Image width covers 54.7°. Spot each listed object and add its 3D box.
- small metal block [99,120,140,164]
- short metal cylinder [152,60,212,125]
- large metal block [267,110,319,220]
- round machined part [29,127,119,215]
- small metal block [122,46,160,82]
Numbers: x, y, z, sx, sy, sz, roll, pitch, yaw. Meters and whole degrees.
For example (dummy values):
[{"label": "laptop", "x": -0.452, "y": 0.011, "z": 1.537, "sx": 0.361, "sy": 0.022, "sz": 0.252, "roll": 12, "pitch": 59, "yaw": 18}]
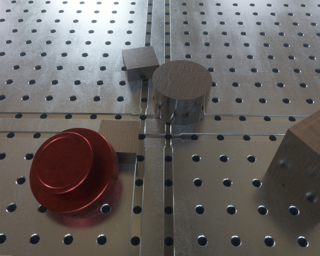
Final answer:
[{"label": "small metal block", "x": -0.052, "y": 0.017, "z": 0.392, "sx": 0.050, "sy": 0.025, "sz": 0.050, "roll": 3, "pitch": 50, "yaw": 2}, {"label": "short metal cylinder", "x": 0.030, "y": -0.050, "z": 0.434, "sx": 0.081, "sy": 0.050, "sz": 0.080, "roll": 0, "pitch": 50, "yaw": 0}, {"label": "large metal block", "x": 0.176, "y": 0.041, "z": 0.339, "sx": 0.050, "sy": 0.080, "sz": 0.080, "roll": -27, "pitch": 55, "yaw": -21}, {"label": "round machined part", "x": -0.099, "y": 0.043, "z": 0.341, "sx": 0.098, "sy": 0.042, "sz": 0.098, "roll": -4, "pitch": 65, "yaw": 10}, {"label": "small metal block", "x": -0.031, "y": -0.103, "z": 0.494, "sx": 0.050, "sy": 0.025, "sz": 0.050, "roll": -10, "pitch": 51, "yaw": -9}]
